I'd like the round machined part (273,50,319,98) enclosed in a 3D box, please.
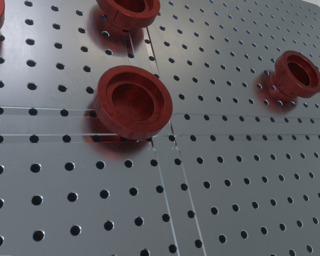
[{"bbox_3d":[0.258,-0.097,0.595,0.099,0.042,0.098,13,56,-21],"label":"round machined part"}]

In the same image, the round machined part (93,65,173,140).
[{"bbox_3d":[-0.037,-0.028,0.394,0.099,0.042,0.098,13,56,-21],"label":"round machined part"}]

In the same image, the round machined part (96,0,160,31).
[{"bbox_3d":[-0.053,-0.193,0.486,0.099,0.042,0.098,13,56,-21],"label":"round machined part"}]

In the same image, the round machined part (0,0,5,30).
[{"bbox_3d":[-0.233,-0.134,0.354,0.099,0.042,0.098,13,56,-21],"label":"round machined part"}]
